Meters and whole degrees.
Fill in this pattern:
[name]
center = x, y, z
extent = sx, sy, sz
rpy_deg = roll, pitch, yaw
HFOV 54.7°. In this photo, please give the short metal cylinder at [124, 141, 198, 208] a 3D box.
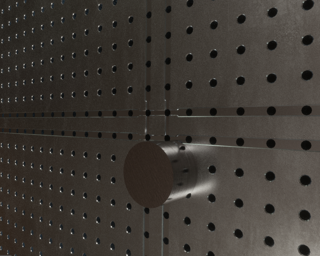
[short metal cylinder]
center = 0.000, 0.056, 0.391
extent = 0.080, 0.050, 0.079
rpy_deg = 0, 90, 39
